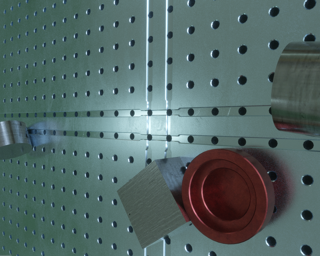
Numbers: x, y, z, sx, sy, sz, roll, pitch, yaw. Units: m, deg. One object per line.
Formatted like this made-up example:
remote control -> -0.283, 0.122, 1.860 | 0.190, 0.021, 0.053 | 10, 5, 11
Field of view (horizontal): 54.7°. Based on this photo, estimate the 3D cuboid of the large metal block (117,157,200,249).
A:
large metal block -> 0.002, 0.093, 0.391 | 0.080, 0.050, 0.080 | -42, 65, 32

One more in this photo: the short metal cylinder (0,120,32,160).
short metal cylinder -> -0.307, 0.025, 0.627 | 0.080, 0.081, 0.050 | -34, 69, 35

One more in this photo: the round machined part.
round machined part -> 0.075, 0.070, 0.335 | 0.098, 0.042, 0.097 | 0, 89, 39

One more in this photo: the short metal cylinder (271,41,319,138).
short metal cylinder -> 0.135, -0.032, 0.262 | 0.050, 0.081, 0.079 | 12, 98, 39
